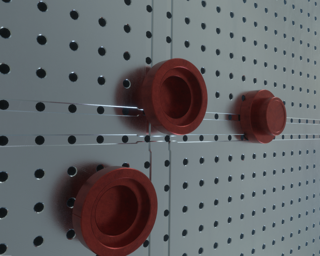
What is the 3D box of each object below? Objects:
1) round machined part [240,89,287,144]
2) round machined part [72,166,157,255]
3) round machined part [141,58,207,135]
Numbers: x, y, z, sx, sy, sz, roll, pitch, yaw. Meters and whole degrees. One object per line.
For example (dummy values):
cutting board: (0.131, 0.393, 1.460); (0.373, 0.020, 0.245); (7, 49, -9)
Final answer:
round machined part: (0.191, -0.021, 0.556); (0.099, 0.042, 0.097); (0, 90, -40)
round machined part: (-0.054, 0.092, 0.352); (0.099, 0.042, 0.097); (0, 90, -40)
round machined part: (0.014, -0.040, 0.409); (0.099, 0.042, 0.097); (0, 90, -40)
